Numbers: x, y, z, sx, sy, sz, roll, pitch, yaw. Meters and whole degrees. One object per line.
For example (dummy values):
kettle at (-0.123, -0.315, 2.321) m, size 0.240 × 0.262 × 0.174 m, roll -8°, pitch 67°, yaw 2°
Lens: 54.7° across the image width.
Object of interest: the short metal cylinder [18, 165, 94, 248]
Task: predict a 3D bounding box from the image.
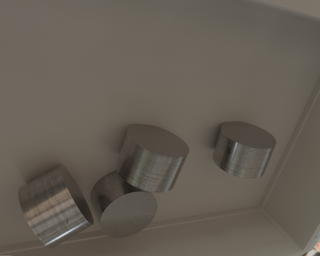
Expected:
short metal cylinder at (-0.120, 0.091, 0.364) m, size 0.050 × 0.080 × 0.080 m, roll -29°, pitch 128°, yaw -10°

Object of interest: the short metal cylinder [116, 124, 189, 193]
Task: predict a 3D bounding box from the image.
short metal cylinder at (-0.010, 0.036, 0.390) m, size 0.081 × 0.080 × 0.050 m, roll 7°, pitch 115°, yaw -32°

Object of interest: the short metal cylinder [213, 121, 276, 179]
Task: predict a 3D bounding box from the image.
short metal cylinder at (0.124, 0.031, 0.459) m, size 0.081 × 0.080 × 0.050 m, roll -4°, pitch 120°, yaw -27°

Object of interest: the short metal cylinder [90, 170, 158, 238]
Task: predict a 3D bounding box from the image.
short metal cylinder at (-0.050, 0.104, 0.429) m, size 0.081 × 0.050 × 0.079 m, roll -14°, pitch 124°, yaw -21°
